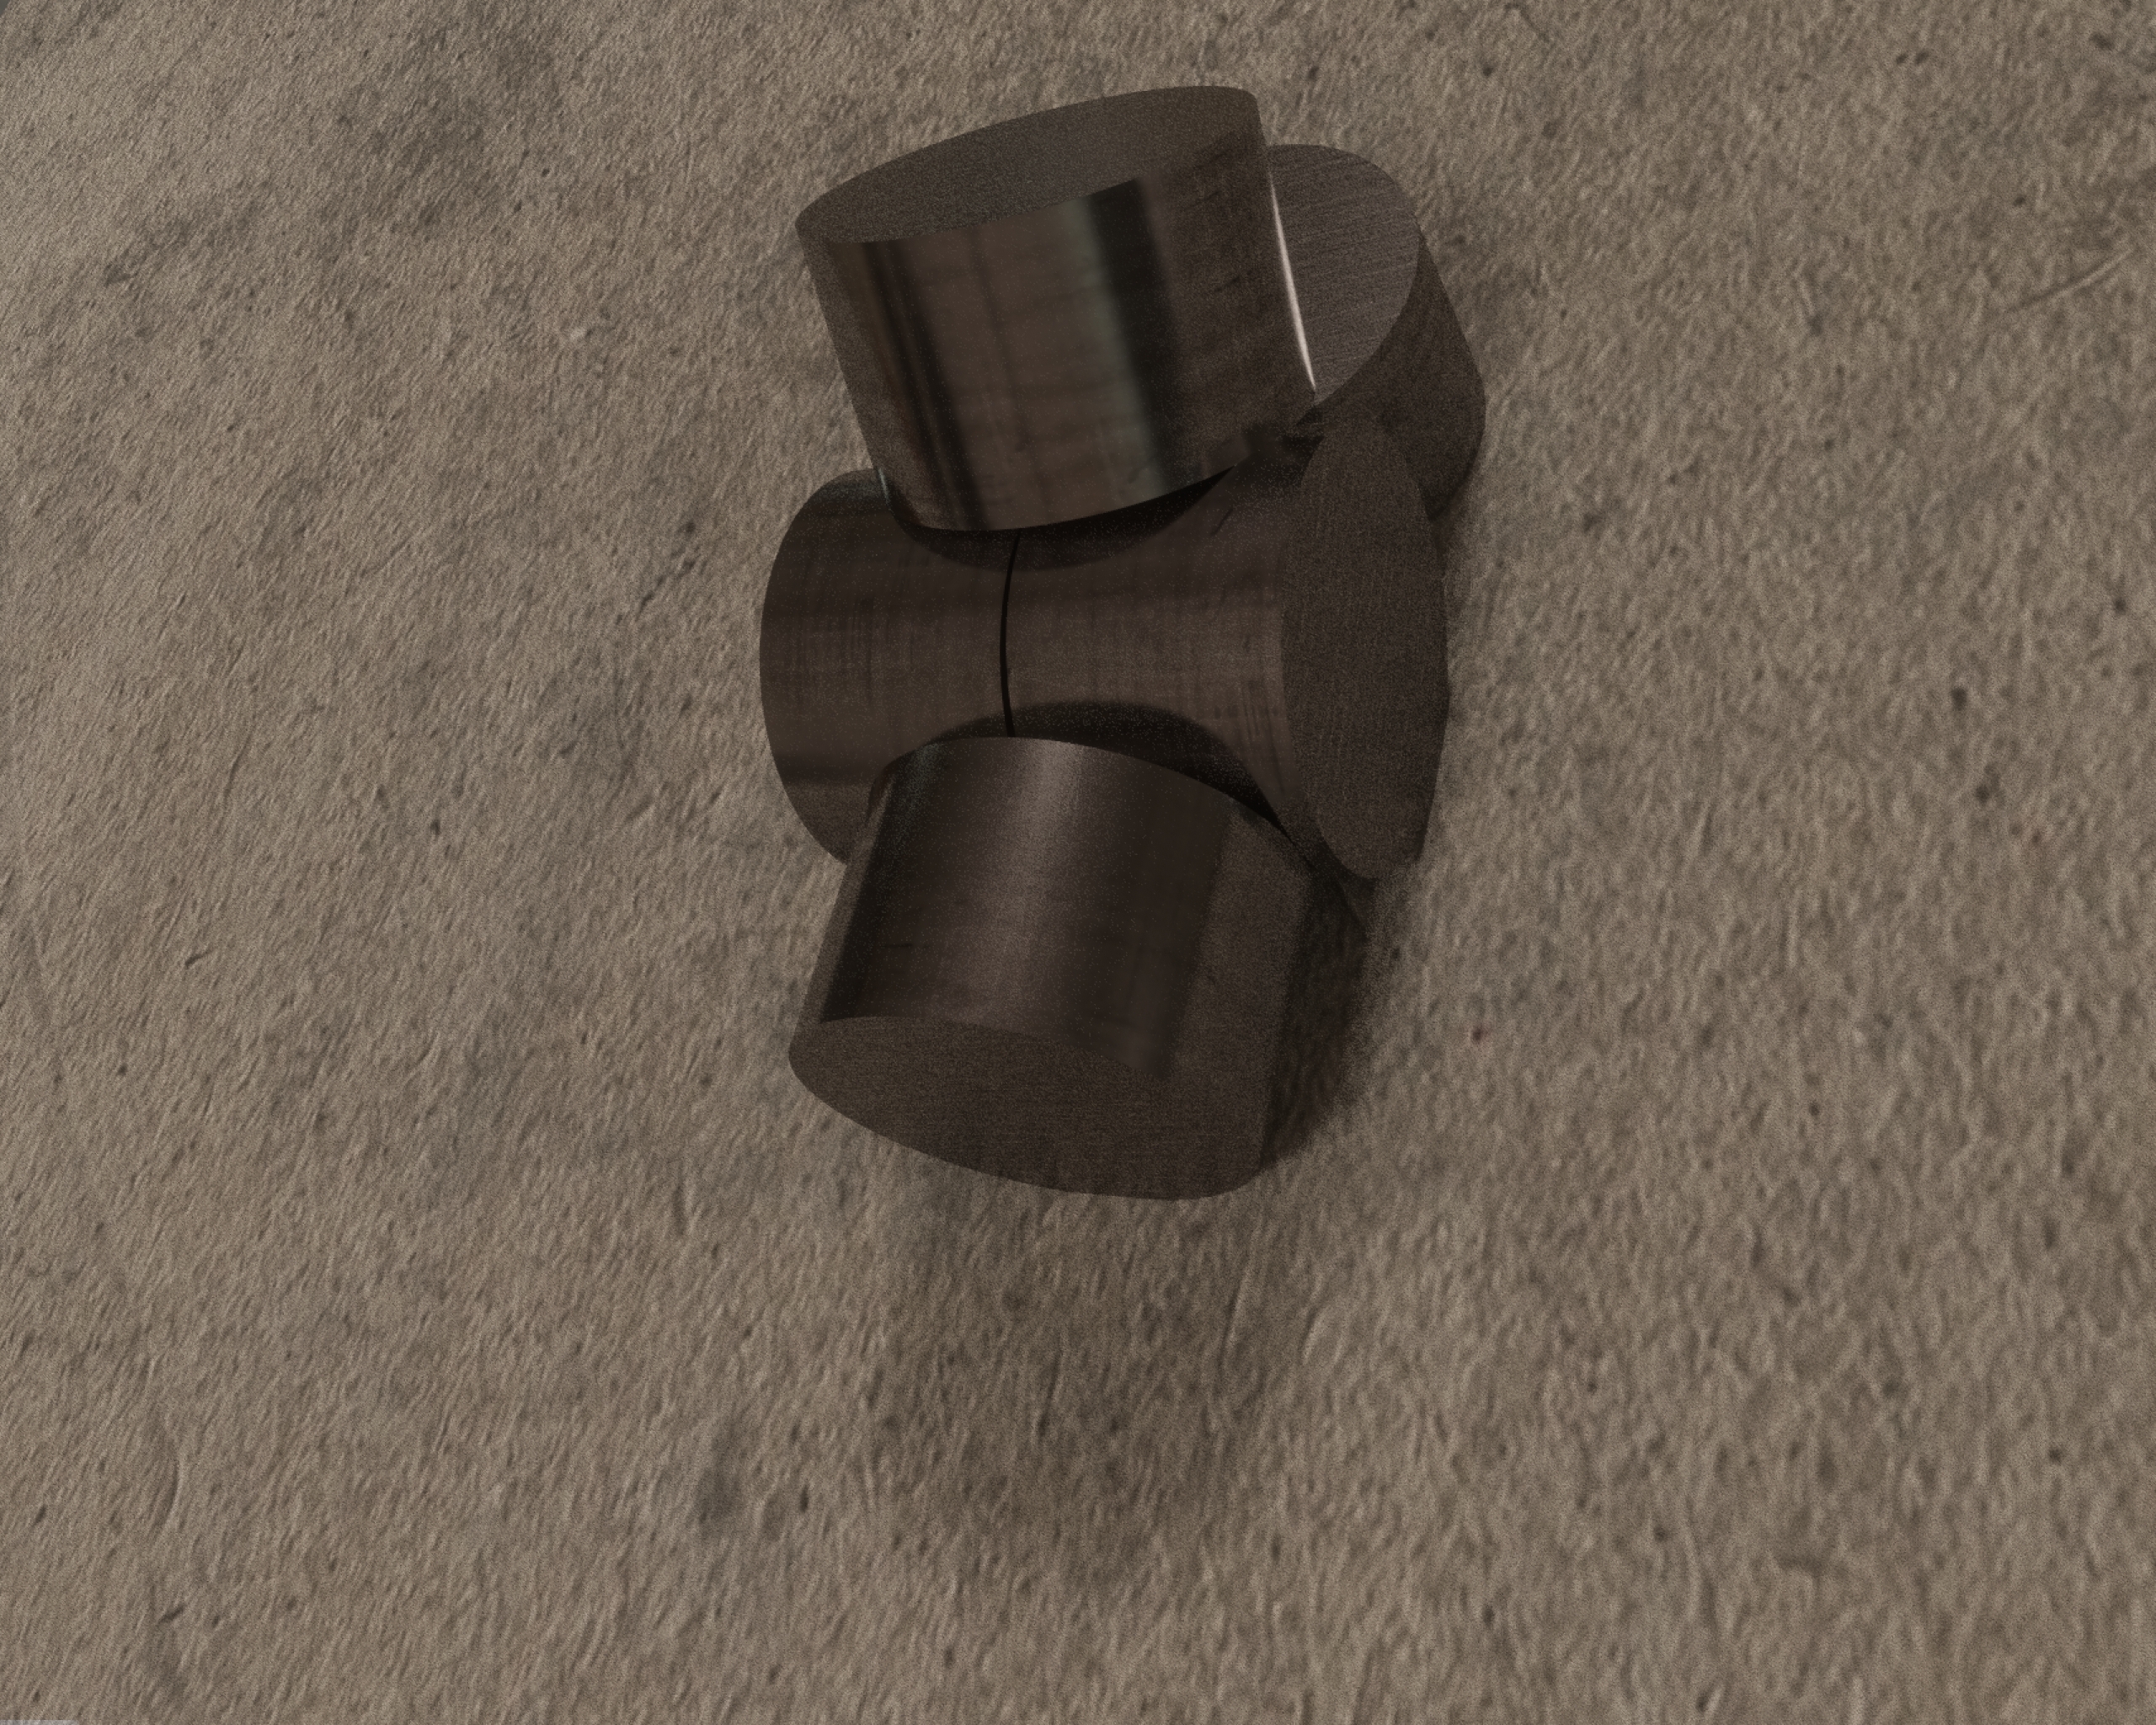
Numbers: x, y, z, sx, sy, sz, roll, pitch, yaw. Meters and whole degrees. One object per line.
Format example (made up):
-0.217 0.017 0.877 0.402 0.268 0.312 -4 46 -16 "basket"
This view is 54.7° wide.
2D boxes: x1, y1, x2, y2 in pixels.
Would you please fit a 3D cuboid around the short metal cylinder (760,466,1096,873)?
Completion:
-0.016 -0.037 0.401 0.050 0.080 0.080 1 62 28 "short metal cylinder"

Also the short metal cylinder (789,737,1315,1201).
-0.004 0.020 0.359 0.080 0.080 0.050 0 62 28 "short metal cylinder"

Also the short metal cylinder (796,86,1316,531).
-0.003 -0.098 0.365 0.080 0.050 0.080 -12 29 7 "short metal cylinder"

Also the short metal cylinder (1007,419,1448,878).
0.029 -0.037 0.376 0.050 0.080 0.080 0 62 29 "short metal cylinder"

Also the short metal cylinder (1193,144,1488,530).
0.039 -0.100 0.430 0.080 0.050 0.080 -13 56 20 "short metal cylinder"
